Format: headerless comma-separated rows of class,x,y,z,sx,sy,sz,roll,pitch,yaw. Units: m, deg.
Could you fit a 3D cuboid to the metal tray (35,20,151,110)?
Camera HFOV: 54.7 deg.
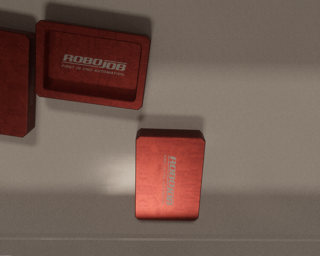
metal tray,-0.081,-0.076,0.379,0.131,0.030,0.089,8,110,-4

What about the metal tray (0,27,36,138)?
metal tray,-0.204,-0.058,0.384,0.091,0.030,0.129,9,110,-4

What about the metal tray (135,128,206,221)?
metal tray,0.012,0.067,0.434,0.091,0.030,0.129,2,110,-1
